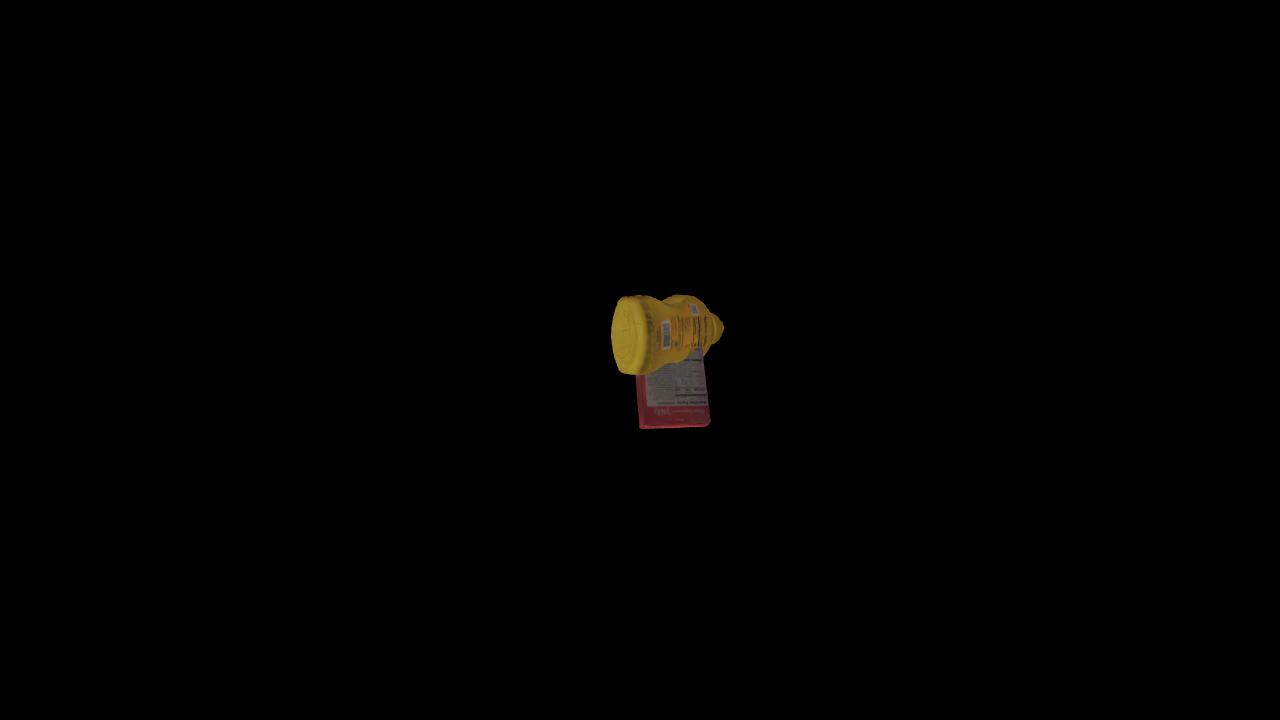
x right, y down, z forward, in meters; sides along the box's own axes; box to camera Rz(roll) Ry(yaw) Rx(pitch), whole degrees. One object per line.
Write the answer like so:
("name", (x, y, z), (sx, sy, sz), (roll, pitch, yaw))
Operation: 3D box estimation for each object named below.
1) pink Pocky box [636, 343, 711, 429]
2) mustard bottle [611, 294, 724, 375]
("pink Pocky box", (0.036, 0.006, 0.748), (0.084, 0.155, 0.029), (0, -16, -18))
("mustard bottle", (0.046, -0.035, 0.753), (0.054, 0.092, 0.184), (-1, 5, 42))
